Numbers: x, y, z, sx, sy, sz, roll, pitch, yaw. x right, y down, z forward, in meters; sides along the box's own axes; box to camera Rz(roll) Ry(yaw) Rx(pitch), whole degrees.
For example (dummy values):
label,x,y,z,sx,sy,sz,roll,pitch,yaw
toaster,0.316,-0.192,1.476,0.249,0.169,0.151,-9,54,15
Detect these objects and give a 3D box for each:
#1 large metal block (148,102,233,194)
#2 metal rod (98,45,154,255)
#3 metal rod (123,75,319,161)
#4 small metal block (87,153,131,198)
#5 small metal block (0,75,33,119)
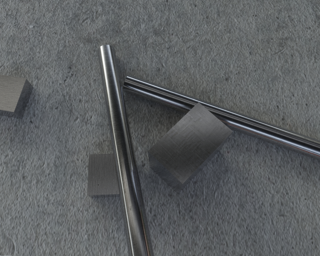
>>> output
label,x,y,z,sx,sy,sz,roll,pitch,yaw
large metal block,0.033,0.027,0.369,0.050,0.080,0.080,43,75,13
metal rod,-0.047,0.016,0.377,0.025,0.025,0.299,-11,61,-5
metal rod,0.094,-0.011,0.413,0.301,0.025,0.025,20,71,6
small metal block,-0.062,0.059,0.386,0.050,0.025,0.050,-2,70,-1
small metal block,-0.209,-0.043,0.421,0.050,0.025,0.050,9,70,3
